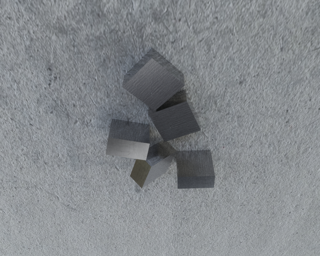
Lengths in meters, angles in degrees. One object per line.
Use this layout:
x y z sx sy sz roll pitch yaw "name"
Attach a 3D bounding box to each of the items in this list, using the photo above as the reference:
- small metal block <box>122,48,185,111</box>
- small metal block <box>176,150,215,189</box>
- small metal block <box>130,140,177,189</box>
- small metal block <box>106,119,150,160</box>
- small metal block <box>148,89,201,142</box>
-0.007 -0.055 0.360 0.050 0.025 0.050 35 122 -27 "small metal block"
0.049 0.058 0.441 0.050 0.050 0.025 -2 130 1 "small metal block"
-0.009 0.049 0.428 0.025 0.050 0.050 43 136 21 "small metal block"
-0.041 0.014 0.399 0.050 0.050 0.025 9 118 -8 "small metal block"
0.019 -0.015 0.395 0.050 0.025 0.050 -19 128 15 "small metal block"
